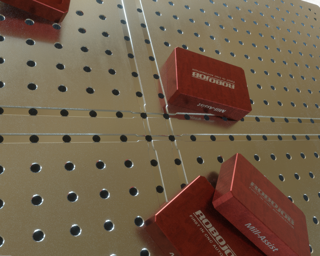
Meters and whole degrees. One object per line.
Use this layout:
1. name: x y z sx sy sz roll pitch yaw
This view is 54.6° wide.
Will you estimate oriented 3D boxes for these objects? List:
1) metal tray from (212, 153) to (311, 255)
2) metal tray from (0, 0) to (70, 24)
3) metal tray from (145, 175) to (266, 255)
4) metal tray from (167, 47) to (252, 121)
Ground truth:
1. metal tray: 0.128 0.102 0.385 0.130 0.030 0.090 43 32 -6
2. metal tray: -0.164 -0.219 0.422 0.091 0.030 0.130 15 69 -31
3. metal tray: 0.056 0.131 0.355 0.091 0.030 0.130 -33 80 -38
4. metal tray: 0.077 -0.068 0.487 0.131 0.030 0.090 12 57 -22
